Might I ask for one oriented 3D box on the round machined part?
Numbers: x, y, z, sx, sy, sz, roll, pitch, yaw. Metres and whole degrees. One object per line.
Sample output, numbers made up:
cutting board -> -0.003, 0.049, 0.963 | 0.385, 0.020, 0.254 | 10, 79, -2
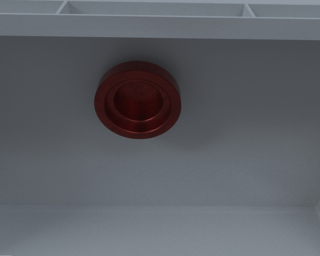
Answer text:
round machined part -> -0.025, -0.036, 0.367 | 0.099, 0.042, 0.097 | 0, 130, 0
